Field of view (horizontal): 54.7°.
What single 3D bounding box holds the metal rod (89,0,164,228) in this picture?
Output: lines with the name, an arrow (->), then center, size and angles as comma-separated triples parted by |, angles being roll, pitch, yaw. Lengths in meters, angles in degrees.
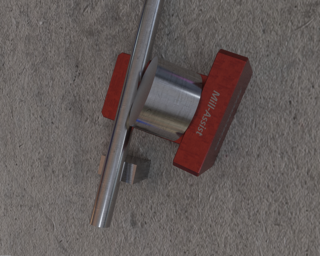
metal rod -> -0.038, -0.030, 0.381 | 0.025, 0.025, 0.298 | 11, 85, 19

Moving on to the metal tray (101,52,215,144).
metal tray -> -0.004, -0.039, 0.408 | 0.130, 0.030, 0.089 | 19, 96, 18

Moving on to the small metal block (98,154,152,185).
small metal block -> -0.046, 0.052, 0.412 | 0.050, 0.050, 0.025 | 14, 95, 19

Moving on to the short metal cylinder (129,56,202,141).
short metal cylinder -> 0.004, -0.031, 0.340 | 0.050, 0.080, 0.080 | 20, 98, -15

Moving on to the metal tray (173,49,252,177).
metal tray -> 0.063, -0.015, 0.353 | 0.030, 0.090, 0.129 | 24, 98, 18
